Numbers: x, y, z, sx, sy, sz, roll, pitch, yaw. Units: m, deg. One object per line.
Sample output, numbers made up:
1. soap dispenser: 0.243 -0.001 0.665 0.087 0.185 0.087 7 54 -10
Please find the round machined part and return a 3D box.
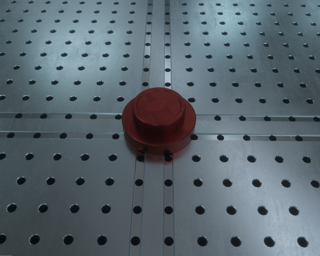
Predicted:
1. round machined part: -0.001 -0.016 0.410 0.099 0.042 0.098 0 50 0
